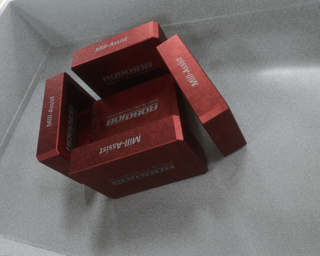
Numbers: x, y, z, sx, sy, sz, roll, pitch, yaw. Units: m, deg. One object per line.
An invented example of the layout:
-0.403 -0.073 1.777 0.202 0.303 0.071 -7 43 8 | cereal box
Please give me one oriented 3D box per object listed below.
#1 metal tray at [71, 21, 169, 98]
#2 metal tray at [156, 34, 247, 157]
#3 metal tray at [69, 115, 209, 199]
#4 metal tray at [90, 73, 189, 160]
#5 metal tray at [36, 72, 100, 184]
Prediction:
-0.045 -0.088 0.437 0.130 0.090 0.030 -15 56 19 | metal tray
0.047 -0.039 0.360 0.030 0.090 0.130 -32 52 8 | metal tray
-0.022 0.038 0.348 0.130 0.090 0.030 -19 55 17 | metal tray
-0.031 -0.013 0.422 0.130 0.030 0.090 -18 55 17 | metal tray
-0.118 0.000 0.421 0.030 0.090 0.130 -19 54 17 | metal tray
